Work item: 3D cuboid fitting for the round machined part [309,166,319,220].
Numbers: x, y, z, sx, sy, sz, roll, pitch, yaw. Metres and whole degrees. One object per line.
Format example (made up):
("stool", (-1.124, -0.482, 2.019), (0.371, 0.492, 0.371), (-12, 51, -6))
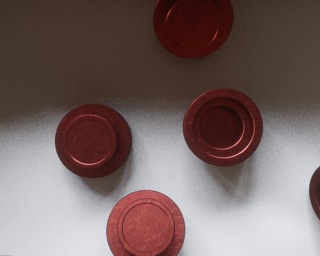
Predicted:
("round machined part", (0.241, 0.086, 0.383), (0.042, 0.098, 0.097), (-5, 90, -25))

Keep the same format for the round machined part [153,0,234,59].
("round machined part", (0.041, -0.130, 0.379), (0.099, 0.042, 0.097), (1, 126, 2))

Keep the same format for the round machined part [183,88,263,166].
("round machined part", (0.079, -0.001, 0.404), (0.099, 0.042, 0.097), (0, 90, -1))

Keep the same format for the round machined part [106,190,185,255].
("round machined part", (-0.017, 0.125, 0.385), (0.099, 0.042, 0.098), (1, 66, -3))

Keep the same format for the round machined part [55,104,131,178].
("round machined part", (-0.088, 0.017, 0.402), (0.099, 0.042, 0.097), (0, 90, -1))
